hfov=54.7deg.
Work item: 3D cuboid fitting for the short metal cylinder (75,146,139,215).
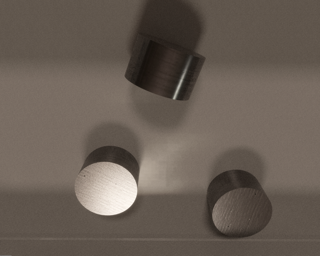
[{"bbox_3d":[-0.070,0.071,0.423,0.081,0.050,0.079,0,110,-1],"label":"short metal cylinder"}]

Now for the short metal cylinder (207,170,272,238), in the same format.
[{"bbox_3d":[0.110,0.106,0.439,0.081,0.050,0.079,0,110,-1],"label":"short metal cylinder"}]

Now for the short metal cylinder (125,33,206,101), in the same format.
[{"bbox_3d":[0.006,-0.071,0.356,0.080,0.080,0.050,19,109,-7],"label":"short metal cylinder"}]
